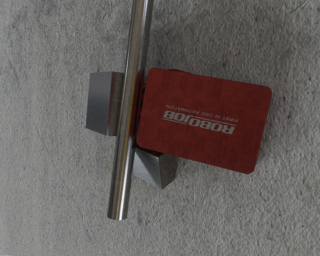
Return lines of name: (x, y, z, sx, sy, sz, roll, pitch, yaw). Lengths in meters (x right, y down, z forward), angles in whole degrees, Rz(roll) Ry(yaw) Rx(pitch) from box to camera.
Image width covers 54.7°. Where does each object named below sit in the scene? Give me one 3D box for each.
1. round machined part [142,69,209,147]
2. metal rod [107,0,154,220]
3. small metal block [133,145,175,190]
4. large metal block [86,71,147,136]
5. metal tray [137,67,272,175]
round machined part: (0.010, -0.025, 0.387, 0.098, 0.042, 0.097, 0, 90, 40)
metal rod: (-0.035, -0.036, 0.381, 0.025, 0.025, 0.298, 10, 94, 39)
small metal block: (-0.010, 0.044, 0.402, 0.050, 0.025, 0.050, 20, 129, 38)
large metal block: (-0.062, -0.034, 0.427, 0.080, 0.050, 0.079, 13, 99, 57)
metal tray: (0.046, -0.011, 0.337, 0.130, 0.030, 0.089, 13, 100, 18)
